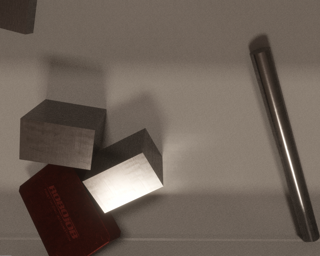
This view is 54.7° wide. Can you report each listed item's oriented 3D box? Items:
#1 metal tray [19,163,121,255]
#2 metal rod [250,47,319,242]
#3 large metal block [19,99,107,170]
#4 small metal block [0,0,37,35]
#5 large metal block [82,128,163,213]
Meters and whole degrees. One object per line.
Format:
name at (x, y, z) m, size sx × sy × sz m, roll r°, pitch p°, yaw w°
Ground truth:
metal tray at (-0.122, 0.110, 0.412) m, size 0.090 × 0.030 × 0.130 m, roll -37°, pitch 73°, yaw 12°
metal rod at (0.177, 0.036, 0.426) m, size 0.025 × 0.025 × 0.299 m, roll -21°, pitch 109°, yaw 7°
large metal block at (-0.115, 0.005, 0.382) m, size 0.081 × 0.080 × 0.050 m, roll 9°, pitch 110°, yaw -4°
small metal block at (-0.173, -0.140, 0.357) m, size 0.050 × 0.025 × 0.050 m, roll 13°, pitch 110°, yaw -6°
large metal block at (-0.044, 0.052, 0.401) m, size 0.080 × 0.080 × 0.050 m, roll -26°, pitch 108°, yaw 9°
